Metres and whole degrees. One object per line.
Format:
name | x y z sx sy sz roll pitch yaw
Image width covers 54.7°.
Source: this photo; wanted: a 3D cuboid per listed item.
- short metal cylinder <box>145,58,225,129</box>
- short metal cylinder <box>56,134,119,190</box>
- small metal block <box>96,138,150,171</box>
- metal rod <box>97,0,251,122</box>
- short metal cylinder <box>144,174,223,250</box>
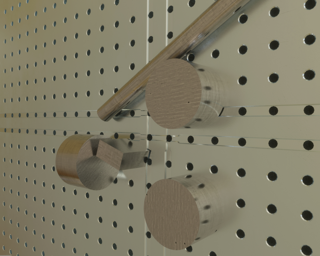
short metal cylinder | 0.029 -0.039 0.369 0.080 0.050 0.080 0 90 40
short metal cylinder | -0.105 0.049 0.461 0.050 0.081 0.080 1 91 40
small metal block | -0.052 0.036 0.437 0.050 0.050 0.025 24 105 37
metal rod | 0.014 -0.093 0.397 0.299 0.025 0.025 -36 68 34
short metal cylinder | 0.027 0.098 0.371 0.080 0.050 0.080 0 90 40
